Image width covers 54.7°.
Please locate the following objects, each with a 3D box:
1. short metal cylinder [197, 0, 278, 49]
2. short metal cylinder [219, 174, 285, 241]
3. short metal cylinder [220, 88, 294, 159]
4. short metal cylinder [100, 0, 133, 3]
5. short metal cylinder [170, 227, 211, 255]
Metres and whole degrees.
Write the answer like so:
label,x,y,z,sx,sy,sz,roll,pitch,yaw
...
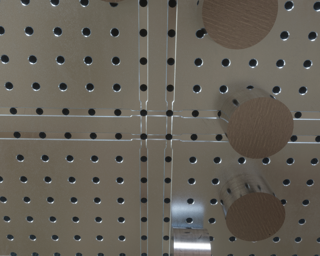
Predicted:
label,x,y,z,sx,sy,sz,roll,pitch,yaw
short metal cylinder,0.085,-0.133,0.352,0.081,0.050,0.079,0,110,0
short metal cylinder,0.129,0.113,0.443,0.081,0.050,0.079,0,110,0
short metal cylinder,0.121,-0.007,0.398,0.081,0.050,0.079,0,110,0
short metal cylinder,-0.050,-0.178,0.334,0.081,0.050,0.079,0,110,0
short metal cylinder,0.042,0.187,0.453,0.050,0.080,0.079,3,110,-1
